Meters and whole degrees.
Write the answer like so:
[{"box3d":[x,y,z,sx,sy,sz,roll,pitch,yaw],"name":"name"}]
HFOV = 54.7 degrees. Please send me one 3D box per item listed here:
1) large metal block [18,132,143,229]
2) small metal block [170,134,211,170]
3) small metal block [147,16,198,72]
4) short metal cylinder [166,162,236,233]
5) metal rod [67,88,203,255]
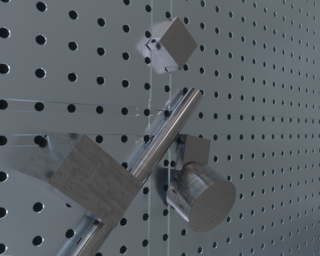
[{"box3d":[-0.079,0.049,0.307,0.080,0.080,0.050,46,62,-30],"name":"large metal block"},{"box3d":[0.044,0.038,0.446,0.050,0.025,0.050,14,81,-39],"name":"small metal block"},{"box3d":[0.018,-0.114,0.424,0.050,0.025,0.050,47,62,-30],"name":"small metal block"},{"box3d":[0.056,0.094,0.422,0.081,0.050,0.079,-16,122,-28],"name":"short metal cylinder"},{"box3d":[-0.028,0.060,0.385,0.025,0.025,0.301,51,60,-28],"name":"metal rod"}]
